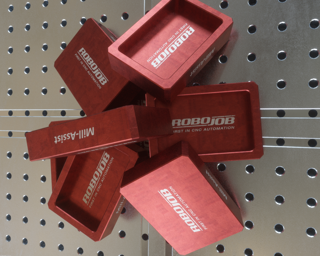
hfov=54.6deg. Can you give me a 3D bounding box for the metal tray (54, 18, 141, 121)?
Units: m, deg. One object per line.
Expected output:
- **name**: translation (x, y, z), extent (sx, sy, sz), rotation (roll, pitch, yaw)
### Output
- **metal tray**: translation (-0.084, -0.078, 0.422), extent (0.090, 0.030, 0.130), rotation (-47, 60, 14)

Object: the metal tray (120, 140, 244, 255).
- **metal tray**: translation (0.027, 0.087, 0.365), extent (0.090, 0.030, 0.130), rotation (-31, 113, 18)

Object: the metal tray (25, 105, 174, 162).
- **metal tray**: translation (-0.062, 0.007, 0.332), extent (0.130, 0.090, 0.030), rotation (-13, 86, 24)

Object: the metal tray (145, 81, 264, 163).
- **metal tray**: translation (0.052, -0.005, 0.372), extent (0.131, 0.030, 0.090), rotation (-4, 89, 2)

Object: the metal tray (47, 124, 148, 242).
- **metal tray**: translation (-0.083, 0.069, 0.407), extent (0.090, 0.030, 0.129), rotation (28, 99, 18)

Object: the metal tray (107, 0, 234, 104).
- **metal tray**: translation (0.014, -0.101, 0.370), extent (0.090, 0.030, 0.130), rotation (35, 68, 17)

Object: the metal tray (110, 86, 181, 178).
- **metal tray**: translation (-0.022, 0.000, 0.418), extent (0.090, 0.030, 0.129), rotation (-5, 86, 18)

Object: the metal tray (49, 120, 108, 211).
- **metal tray**: translation (-0.112, 0.052, 0.450), extent (0.090, 0.030, 0.129), rotation (-4, 88, 19)
